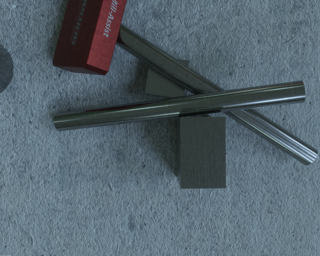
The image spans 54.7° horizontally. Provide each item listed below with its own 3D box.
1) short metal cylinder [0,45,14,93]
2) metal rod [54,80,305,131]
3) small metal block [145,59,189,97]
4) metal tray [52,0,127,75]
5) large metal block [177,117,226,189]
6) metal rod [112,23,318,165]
[{"bbox_3d":[-0.239,-0.080,0.394,0.081,0.050,0.079,0,90,-1],"label":"short metal cylinder"},{"bbox_3d":[0.013,-0.024,0.377,0.301,0.025,0.025,-6,90,12],"label":"metal rod"},{"bbox_3d":[0.009,-0.066,0.410,0.050,0.025,0.050,9,90,0],"label":"small metal block"},{"bbox_3d":[-0.084,-0.133,0.378,0.030,0.090,0.129,15,90,-43],"label":"metal tray"},{"bbox_3d":[0.048,0.027,0.383,0.050,0.080,0.079,0,90,0],"label":"large metal block"},{"bbox_3d":[0.069,-0.041,0.389,0.301,0.025,0.025,32,90,-5],"label":"metal rod"}]
